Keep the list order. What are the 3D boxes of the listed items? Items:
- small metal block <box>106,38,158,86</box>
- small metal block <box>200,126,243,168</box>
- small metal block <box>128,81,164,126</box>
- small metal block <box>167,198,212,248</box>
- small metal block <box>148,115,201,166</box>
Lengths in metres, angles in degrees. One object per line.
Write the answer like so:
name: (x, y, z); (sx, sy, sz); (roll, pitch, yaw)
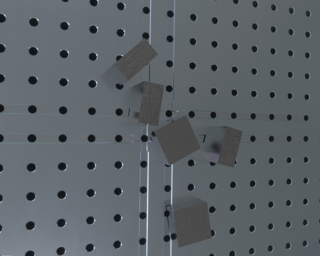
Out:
small metal block: (-0.036, -0.081, 0.386); (0.050, 0.050, 0.025); (-44, 104, -15)
small metal block: (0.084, 0.025, 0.430); (0.025, 0.050, 0.050); (17, 84, -19)
small metal block: (-0.019, -0.029, 0.392); (0.025, 0.050, 0.050); (10, 87, -20)
small metal block: (0.040, 0.130, 0.427); (0.050, 0.025, 0.050); (-9, 93, -20)
small metal block: (0.020, 0.016, 0.420); (0.050, 0.025, 0.050); (-27, 99, -18)
